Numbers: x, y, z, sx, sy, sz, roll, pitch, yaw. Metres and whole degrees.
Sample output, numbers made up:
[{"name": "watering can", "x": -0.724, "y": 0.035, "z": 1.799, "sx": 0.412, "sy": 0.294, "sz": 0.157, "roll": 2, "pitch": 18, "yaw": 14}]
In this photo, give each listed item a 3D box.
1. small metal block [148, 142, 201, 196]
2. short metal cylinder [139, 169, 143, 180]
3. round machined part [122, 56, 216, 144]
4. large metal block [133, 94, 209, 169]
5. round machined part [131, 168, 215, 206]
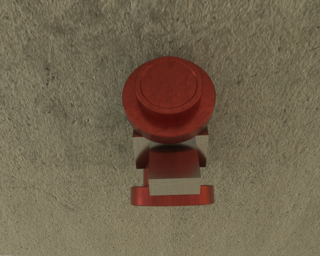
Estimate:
[{"name": "small metal block", "x": 0.014, "y": 0.042, "z": 0.322, "sx": 0.050, "sy": 0.050, "sz": 0.025, "roll": -2, "pitch": 130, "yaw": 1}, {"name": "short metal cylinder", "x": 0.012, "y": 0.041, "z": 0.428, "sx": 0.081, "sy": 0.050, "sz": 0.079, "roll": 0, "pitch": 130, "yaw": 0}, {"name": "round machined part", "x": 0.009, "y": -0.036, "z": 0.325, "sx": 0.099, "sy": 0.098, "sz": 0.042, "roll": -2, "pitch": 155, "yaw": 1}, {"name": "large metal block", "x": 0.012, "y": 0.002, "z": 0.373, "sx": 0.081, "sy": 0.080, "sz": 0.050, "roll": -2, "pitch": 130, "yaw": 1}, {"name": "round machined part", "x": 0.014, "y": 0.069, "z": 0.370, "sx": 0.099, "sy": 0.042, "sz": 0.098, "roll": -1, "pitch": 169, "yaw": 0}]
